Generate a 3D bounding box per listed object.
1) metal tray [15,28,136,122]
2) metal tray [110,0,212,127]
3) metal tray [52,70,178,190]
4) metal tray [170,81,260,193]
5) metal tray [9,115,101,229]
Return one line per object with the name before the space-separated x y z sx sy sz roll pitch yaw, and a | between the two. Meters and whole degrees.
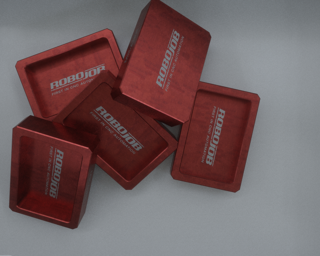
metal tray | -0.108 -0.064 0.406 0.131 0.030 0.090 -21 90 -1
metal tray | 0.005 -0.077 0.373 0.090 0.030 0.130 25 70 -23
metal tray | -0.053 0.004 0.385 0.090 0.030 0.130 -43 105 6
metal tray | 0.071 0.011 0.408 0.091 0.030 0.129 13 90 -1
metal tray | -0.130 0.057 0.376 0.090 0.030 0.129 17 118 -1
